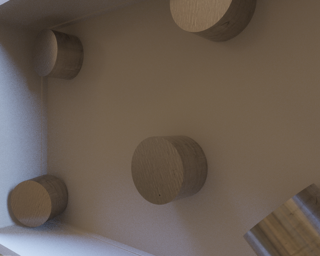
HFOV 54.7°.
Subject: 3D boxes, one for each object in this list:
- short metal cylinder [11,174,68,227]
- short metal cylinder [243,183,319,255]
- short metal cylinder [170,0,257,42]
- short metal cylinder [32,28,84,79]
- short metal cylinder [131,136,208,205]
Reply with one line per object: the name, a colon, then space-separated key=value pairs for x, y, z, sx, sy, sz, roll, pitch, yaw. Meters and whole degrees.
short metal cylinder: x=-0.212 y=0.127 z=0.547 sx=0.080 sy=0.050 sz=0.079 roll=1 pitch=93 yaw=15
short metal cylinder: x=0.121 y=0.093 z=0.271 sx=0.080 sy=0.081 sz=0.050 roll=-52 pitch=60 yaw=27
short metal cylinder: x=0.058 y=-0.141 z=0.343 sx=0.080 sy=0.050 sz=0.080 roll=0 pitch=90 yaw=40
short metal cylinder: x=-0.178 y=-0.126 z=0.538 sx=0.080 sy=0.050 sz=0.080 roll=0 pitch=90 yaw=40
short metal cylinder: x=0.011 y=0.049 z=0.382 sx=0.080 sy=0.050 sz=0.080 roll=0 pitch=90 yaw=40
